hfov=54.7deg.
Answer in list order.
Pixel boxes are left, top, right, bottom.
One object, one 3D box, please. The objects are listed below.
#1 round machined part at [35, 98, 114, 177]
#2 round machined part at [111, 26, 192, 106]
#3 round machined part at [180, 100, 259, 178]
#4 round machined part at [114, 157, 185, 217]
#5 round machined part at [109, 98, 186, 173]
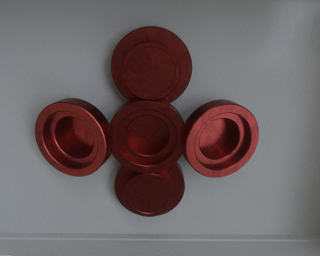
[{"bbox_3d":[-0.104,0.009,0.394,0.098,0.042,0.097,6,111,16],"label":"round machined part"},{"bbox_3d":[-0.010,-0.071,0.374,0.099,0.042,0.097,0,110,0],"label":"round machined part"},{"bbox_3d":[0.072,0.011,0.396,0.099,0.042,0.097,-6,111,-16],"label":"round machined part"},{"bbox_3d":[-0.015,0.083,0.431,0.099,0.042,0.097,0,110,0],"label":"round machined part"},{"bbox_3d":[-0.016,0.006,0.402,0.099,0.042,0.097,0,110,0],"label":"round machined part"}]
